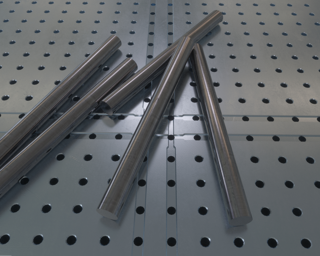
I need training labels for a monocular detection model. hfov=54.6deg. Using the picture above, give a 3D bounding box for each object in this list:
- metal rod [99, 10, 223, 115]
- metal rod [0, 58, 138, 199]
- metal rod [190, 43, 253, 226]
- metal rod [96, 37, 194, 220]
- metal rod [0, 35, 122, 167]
[{"bbox_3d":[0.017,-0.119,0.507,0.025,0.025,0.301,30,56,23],"label":"metal rod"},{"bbox_3d":[-0.127,-0.003,0.410,0.025,0.025,0.301,26,55,20],"label":"metal rod"},{"bbox_3d":[0.072,-0.016,0.421,0.025,0.025,0.300,-4,50,-3],"label":"metal rod"},{"bbox_3d":[-0.007,-0.022,0.414,0.025,0.025,0.300,15,55,12],"label":"metal rod"},{"bbox_3d":[-0.145,-0.046,0.445,0.025,0.025,0.301,21,53,17],"label":"metal rod"}]
